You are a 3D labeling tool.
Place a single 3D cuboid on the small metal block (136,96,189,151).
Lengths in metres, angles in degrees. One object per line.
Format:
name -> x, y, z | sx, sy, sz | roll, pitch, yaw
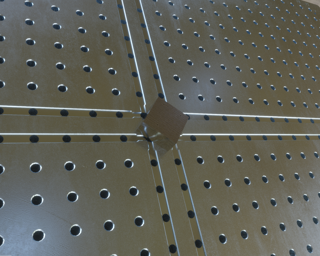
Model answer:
small metal block -> 0.004, -0.006, 0.413 | 0.050, 0.025, 0.050 | 34, 52, -7
